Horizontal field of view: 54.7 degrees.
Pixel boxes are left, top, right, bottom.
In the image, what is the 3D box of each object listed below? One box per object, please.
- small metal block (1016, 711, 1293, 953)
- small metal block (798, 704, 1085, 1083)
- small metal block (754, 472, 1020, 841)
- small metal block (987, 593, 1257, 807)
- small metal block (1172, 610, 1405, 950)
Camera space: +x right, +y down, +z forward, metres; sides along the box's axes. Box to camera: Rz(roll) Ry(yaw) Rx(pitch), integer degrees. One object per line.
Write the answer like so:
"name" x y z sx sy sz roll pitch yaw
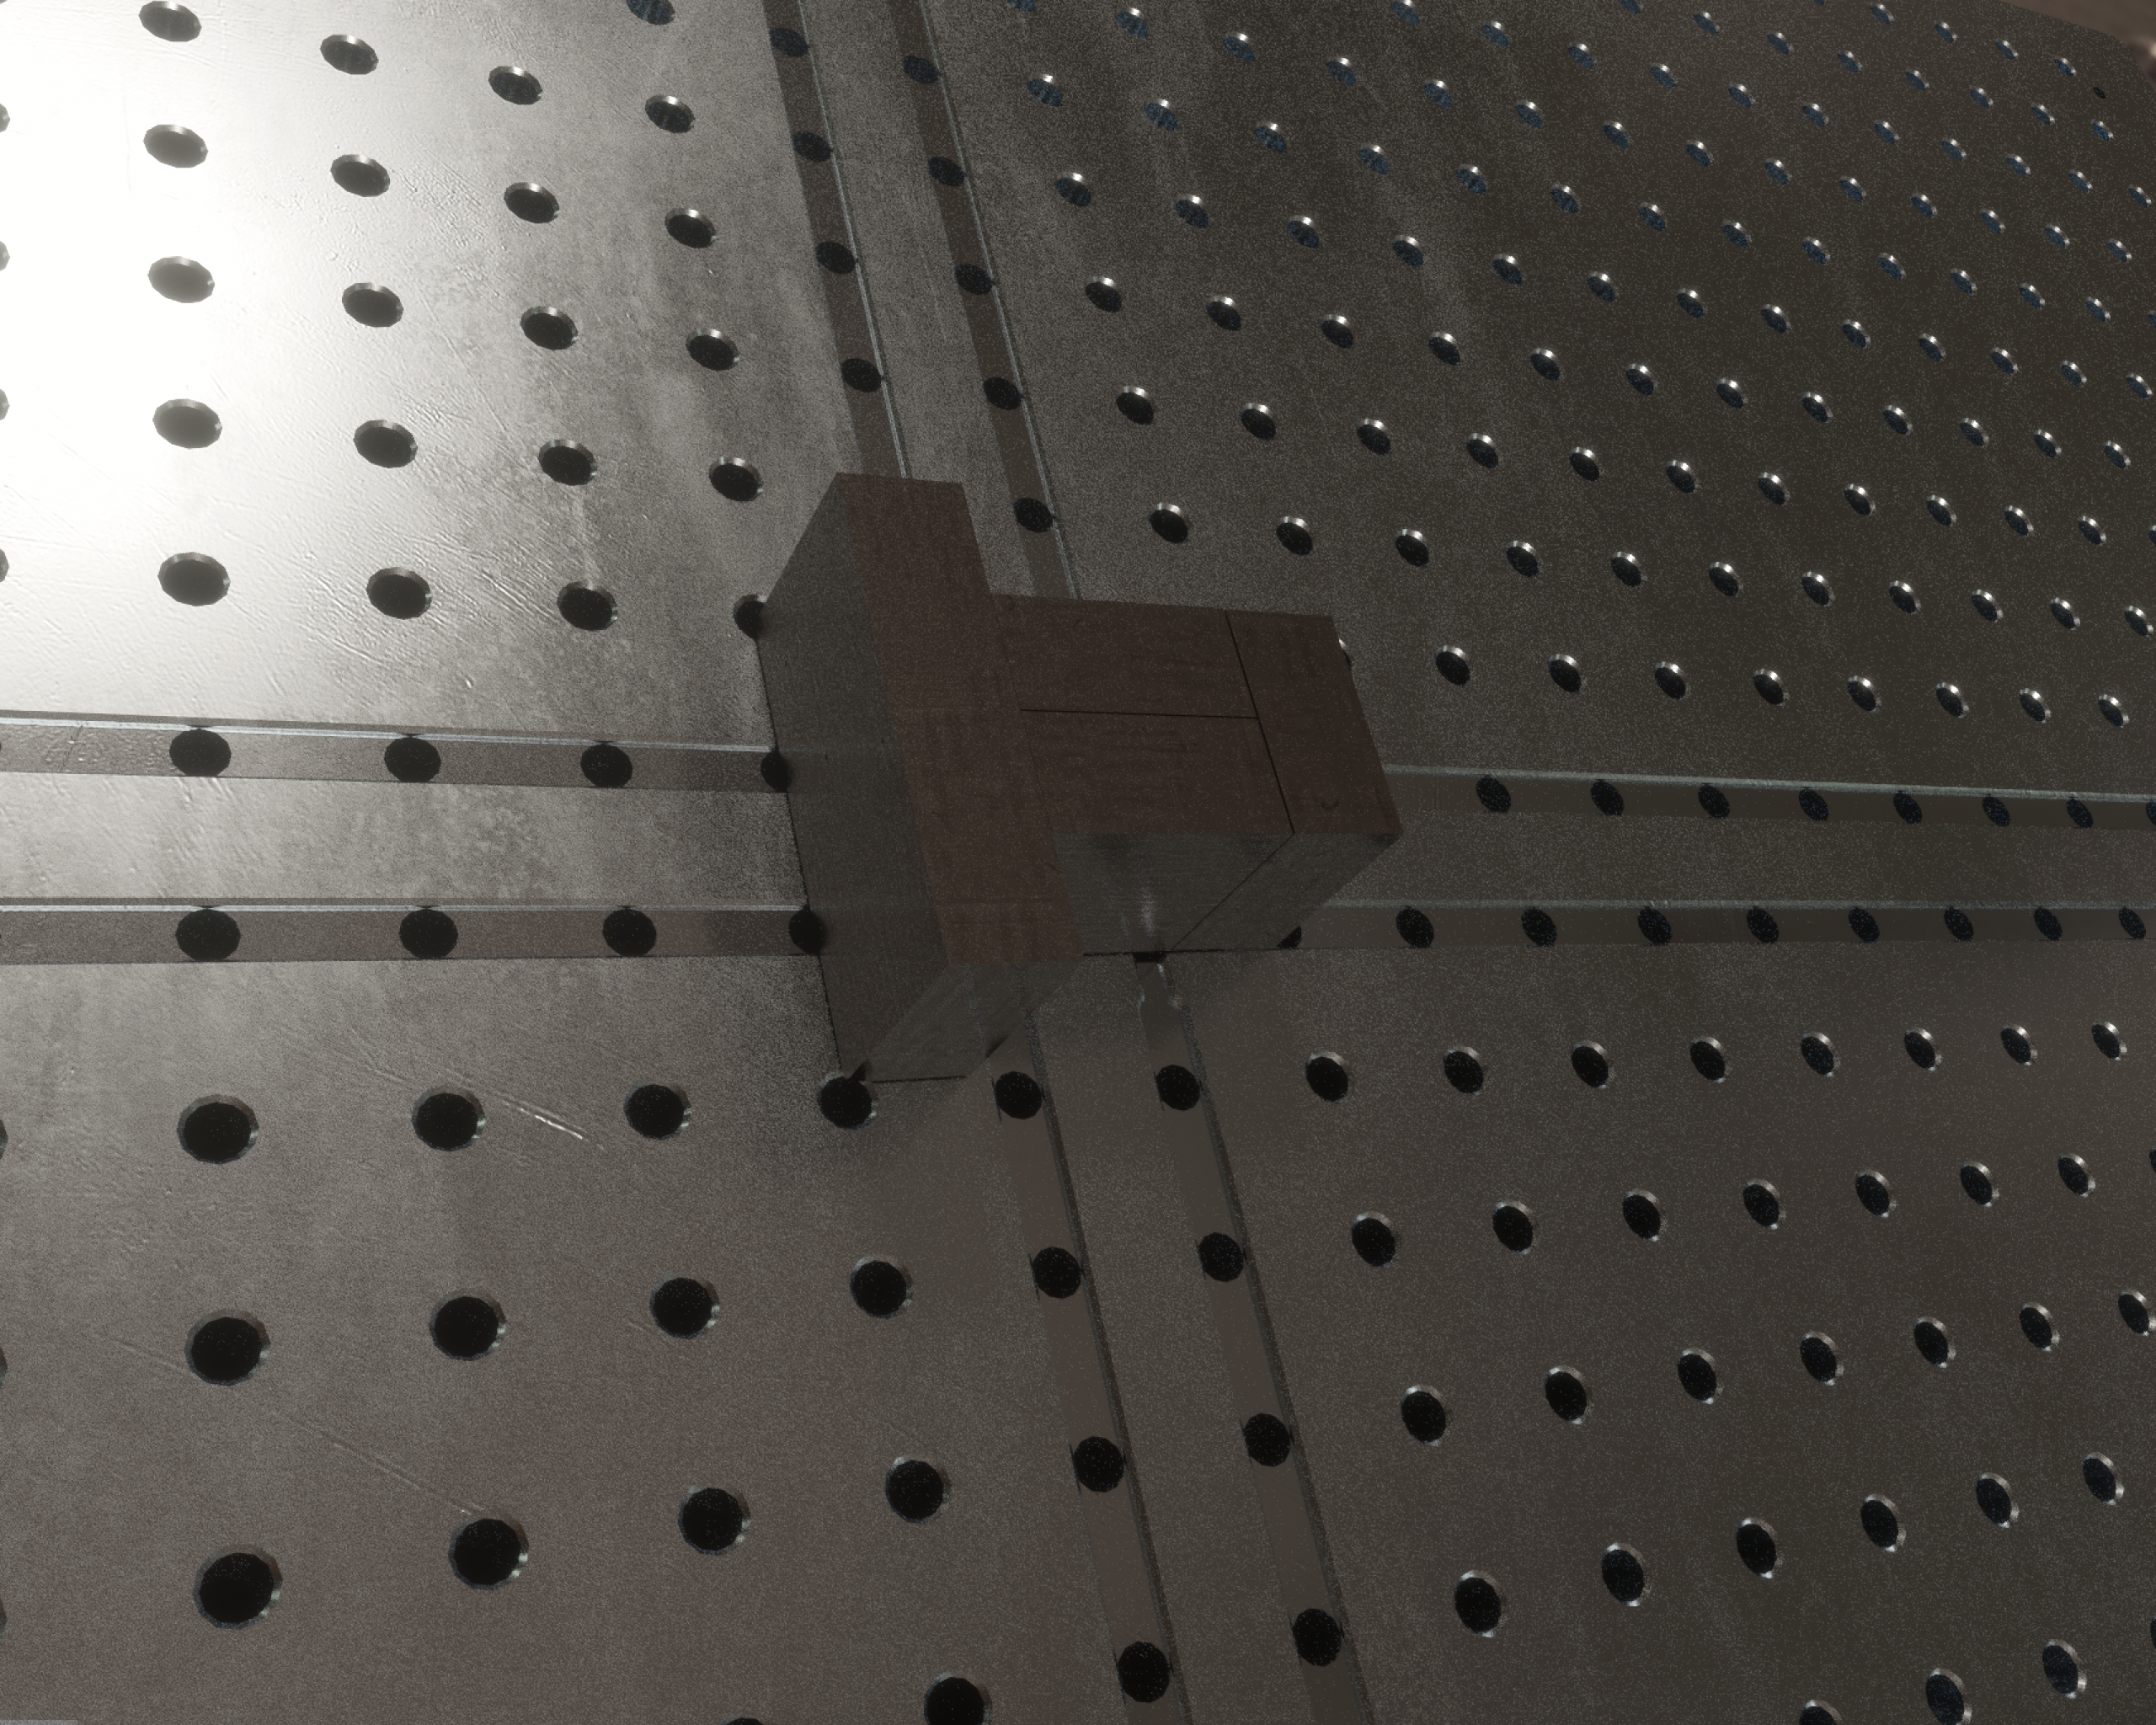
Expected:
"small metal block" 0.004 -0.005 0.398 0.050 0.050 0.025 0 62 -29
"small metal block" -0.026 0.006 0.375 0.025 0.050 0.050 0 62 -29
"small metal block" -0.038 -0.038 0.395 0.025 0.050 0.050 0 62 -29
"small metal block" -0.002 -0.027 0.408 0.050 0.050 0.025 0 62 -29
"small metal block" 0.035 -0.016 0.421 0.025 0.050 0.050 0 62 -29
